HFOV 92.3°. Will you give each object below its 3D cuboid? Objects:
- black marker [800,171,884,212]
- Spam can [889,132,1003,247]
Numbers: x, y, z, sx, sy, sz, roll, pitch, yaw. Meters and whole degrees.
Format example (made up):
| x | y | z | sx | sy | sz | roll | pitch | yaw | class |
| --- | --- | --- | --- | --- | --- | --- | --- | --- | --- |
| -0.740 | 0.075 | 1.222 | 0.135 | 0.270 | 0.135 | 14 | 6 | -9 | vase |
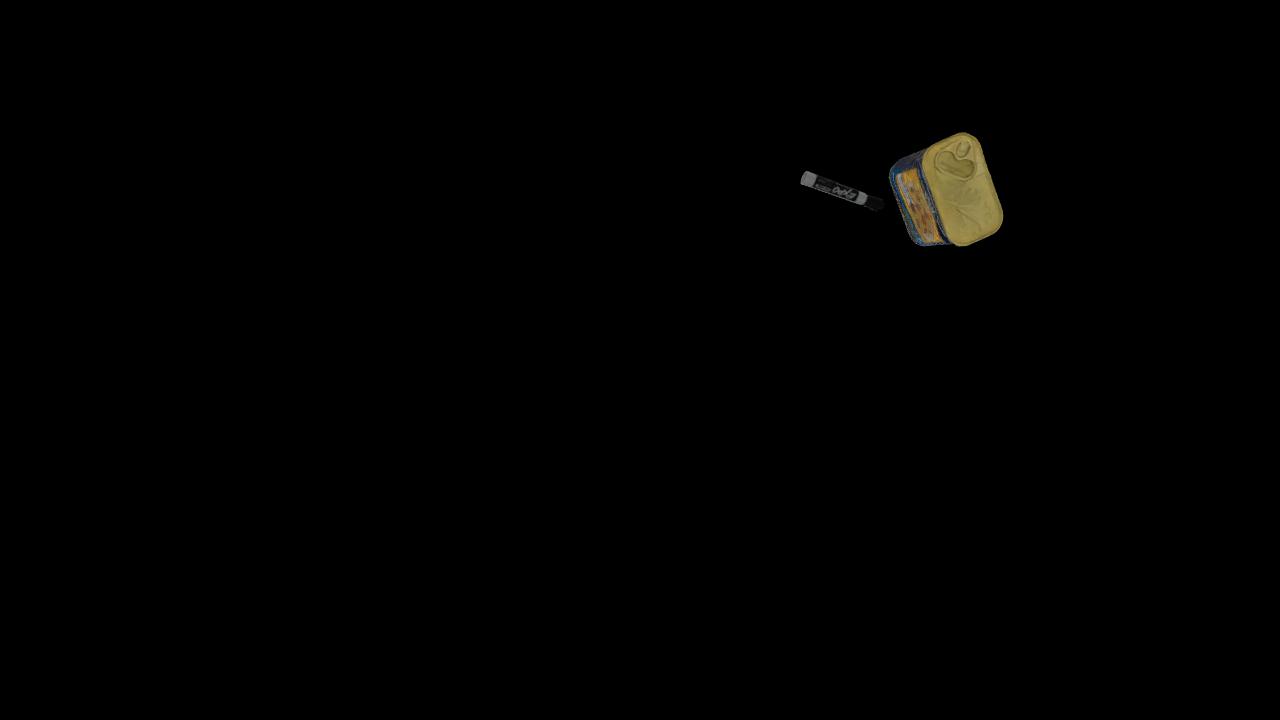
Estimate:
| x | y | z | sx | sy | sz | roll | pitch | yaw | class |
| --- | --- | --- | --- | --- | --- | --- | --- | --- | --- |
| 0.281 | -0.232 | 0.849 | 0.121 | 0.020 | 0.020 | 18 | -2 | -7 | black marker |
| 0.302 | -0.165 | 0.617 | 0.058 | 0.101 | 0.085 | -23 | 8 | 2 | Spam can |
